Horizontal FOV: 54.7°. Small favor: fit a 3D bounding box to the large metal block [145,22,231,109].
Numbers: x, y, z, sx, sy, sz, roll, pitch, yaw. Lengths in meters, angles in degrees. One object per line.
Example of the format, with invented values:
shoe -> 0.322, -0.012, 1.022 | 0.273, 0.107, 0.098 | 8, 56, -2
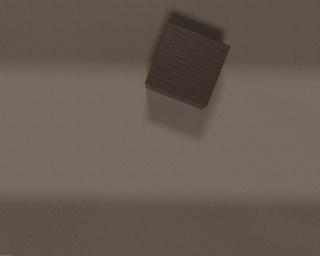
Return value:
large metal block -> 0.034, -0.077, 0.399 | 0.080, 0.050, 0.080 | 21, 90, -1
